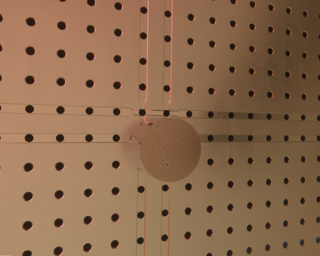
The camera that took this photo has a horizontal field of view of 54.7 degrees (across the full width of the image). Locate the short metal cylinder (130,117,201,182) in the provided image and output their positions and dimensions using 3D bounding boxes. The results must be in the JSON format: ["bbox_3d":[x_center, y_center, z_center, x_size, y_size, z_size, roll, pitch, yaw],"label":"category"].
[{"bbox_3d":[0.006,0.026,0.403,0.081,0.050,0.079,0,90,-20],"label":"short metal cylinder"}]
